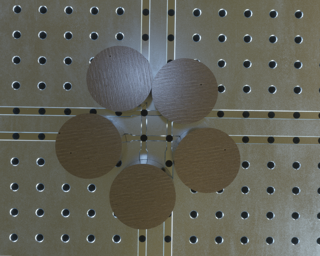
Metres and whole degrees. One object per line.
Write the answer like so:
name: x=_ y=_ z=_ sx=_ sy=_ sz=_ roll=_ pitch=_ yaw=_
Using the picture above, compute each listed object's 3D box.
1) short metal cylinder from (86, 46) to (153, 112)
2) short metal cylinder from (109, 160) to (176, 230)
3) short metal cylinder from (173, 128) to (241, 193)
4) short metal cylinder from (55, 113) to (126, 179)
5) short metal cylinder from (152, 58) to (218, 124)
short metal cylinder: x=-0.049 y=-0.060 z=0.400 sx=0.081 sy=0.050 sz=0.079 roll=0 pitch=90 yaw=-1
short metal cylinder: x=-0.021 y=0.083 z=0.399 sx=0.081 sy=0.050 sz=0.080 roll=0 pitch=90 yaw=0
short metal cylinder: x=0.057 y=0.039 z=0.400 sx=0.081 sy=0.050 sz=0.079 roll=0 pitch=91 yaw=-1
short metal cylinder: x=-0.086 y=0.022 z=0.400 sx=0.081 sy=0.050 sz=0.079 roll=0 pitch=90 yaw=0
short metal cylinder: x=0.030 y=-0.045 z=0.400 sx=0.081 sy=0.050 sz=0.079 roll=0 pitch=90 yaw=0
